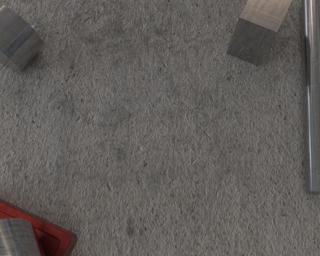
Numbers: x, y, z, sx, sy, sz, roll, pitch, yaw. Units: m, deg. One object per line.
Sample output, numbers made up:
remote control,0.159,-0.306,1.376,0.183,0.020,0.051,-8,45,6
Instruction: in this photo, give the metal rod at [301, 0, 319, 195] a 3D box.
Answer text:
metal rod,0.213,-0.059,0.431,0.025,0.025,0.299,7,70,3

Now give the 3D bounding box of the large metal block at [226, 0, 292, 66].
large metal block,0.140,-0.148,0.434,0.050,0.080,0.080,26,72,9

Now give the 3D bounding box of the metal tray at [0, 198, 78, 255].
metal tray,-0.174,0.139,0.353,0.130,0.030,0.090,22,71,8

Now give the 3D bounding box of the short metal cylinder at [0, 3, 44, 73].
short metal cylinder,-0.209,-0.121,0.422,0.080,0.080,0.050,31,73,10

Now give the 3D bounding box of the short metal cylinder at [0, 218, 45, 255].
short metal cylinder,-0.158,0.136,0.308,0.080,0.080,0.050,-34,54,-11
